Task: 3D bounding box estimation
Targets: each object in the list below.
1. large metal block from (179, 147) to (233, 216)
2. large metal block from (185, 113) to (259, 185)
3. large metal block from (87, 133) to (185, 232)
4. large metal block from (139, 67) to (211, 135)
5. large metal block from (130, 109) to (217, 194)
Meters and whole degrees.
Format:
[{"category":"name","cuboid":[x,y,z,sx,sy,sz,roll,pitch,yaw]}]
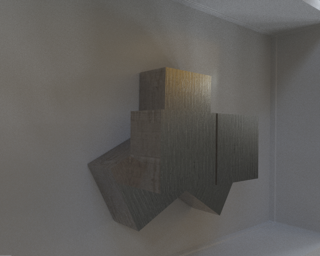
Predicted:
[{"category":"large metal block","cuboid":[0.058,0.064,0.435,0.080,0.050,0.080,41,65,-32]},{"category":"large metal block","cuboid":[0.078,0.024,0.387,0.081,0.050,0.080,1,90,-40]},{"category":"large metal block","cuboid":[-0.025,0.059,0.367,0.081,0.050,0.080,-33,111,-35]},{"category":"large metal block","cuboid":[0.021,-0.031,0.405,0.081,0.050,0.080,2,89,-40]},{"category":"large metal block","cuboid":[0.015,0.022,0.336,0.081,0.050,0.080,1,90,-40]}]
